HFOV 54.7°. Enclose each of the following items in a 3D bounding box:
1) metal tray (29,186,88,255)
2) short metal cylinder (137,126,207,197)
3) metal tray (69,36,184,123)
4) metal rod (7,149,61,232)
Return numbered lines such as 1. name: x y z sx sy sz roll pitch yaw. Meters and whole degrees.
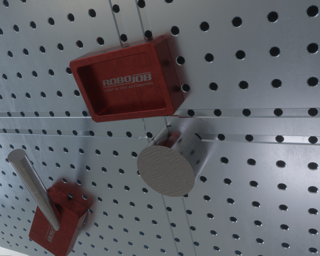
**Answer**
1. metal tray: -0.205 0.190 0.617 0.090 0.030 0.129 29 117 9
2. short metal cylinder: 0.017 0.044 0.414 0.080 0.050 0.079 13 124 21
3. metal tray: -0.044 -0.057 0.395 0.130 0.030 0.090 -5 116 30
4. metal rod: -0.202 0.141 0.557 0.025 0.025 0.298 17 140 18
